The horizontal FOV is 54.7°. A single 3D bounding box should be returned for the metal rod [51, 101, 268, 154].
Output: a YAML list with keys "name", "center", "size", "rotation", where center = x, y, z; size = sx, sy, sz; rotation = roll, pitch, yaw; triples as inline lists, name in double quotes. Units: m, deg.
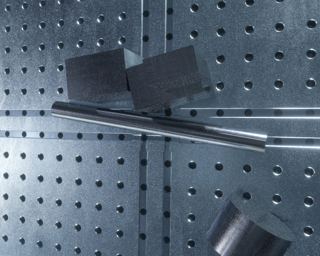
- name: "metal rod"
  center: [-0.015, -0.005, 0.416]
  size: [0.301, 0.025, 0.025]
  rotation: [9, 93, 19]

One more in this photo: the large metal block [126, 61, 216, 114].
- name: "large metal block"
  center: [0.017, -0.053, 0.377]
  size: [0.080, 0.080, 0.050]
  rotation: [-14, 86, 19]

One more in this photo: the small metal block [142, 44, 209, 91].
- name: "small metal block"
  center: [0.017, -0.058, 0.308]
  size: [0.050, 0.050, 0.025]
  rotation: [-12, 86, 19]

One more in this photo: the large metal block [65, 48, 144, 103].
- name: "large metal block"
  center: [-0.063, -0.064, 0.405]
  size: [0.080, 0.080, 0.050]
  rotation: [-6, 88, 20]

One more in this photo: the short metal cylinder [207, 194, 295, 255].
- name: "short metal cylinder"
  center: [0.100, 0.119, 0.348]
  size: [0.080, 0.080, 0.050]
  rotation: [32, 101, 17]
